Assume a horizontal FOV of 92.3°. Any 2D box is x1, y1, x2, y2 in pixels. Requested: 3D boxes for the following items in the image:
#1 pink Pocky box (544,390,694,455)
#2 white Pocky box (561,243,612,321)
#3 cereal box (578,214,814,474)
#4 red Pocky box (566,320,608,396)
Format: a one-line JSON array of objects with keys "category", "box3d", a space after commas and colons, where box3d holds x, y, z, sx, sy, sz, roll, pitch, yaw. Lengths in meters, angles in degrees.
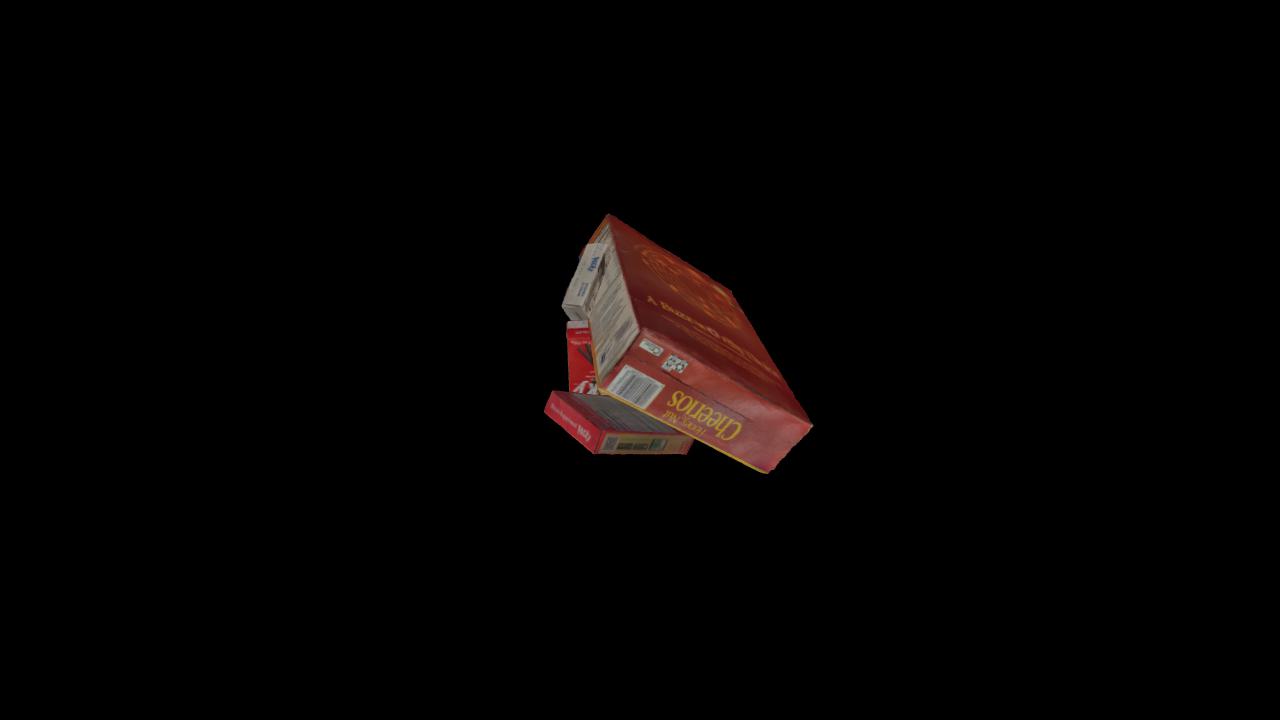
[{"category": "pink Pocky box", "box3d": [-0.018, 0.067, 0.647, 0.084, 0.029, 0.155, 33, 14, 37]}, {"category": "white Pocky box", "box3d": [-0.034, -0.049, 0.683, 0.028, 0.084, 0.154, 6, -28, 24]}, {"category": "cereal box", "box3d": [0.042, -0.034, 0.667, 0.203, 0.081, 0.306, 28, 22, -24]}, {"category": "red Pocky box", "box3d": [-0.038, 0.012, 0.674, 0.083, 0.028, 0.155, -4, -35, -7]}]
